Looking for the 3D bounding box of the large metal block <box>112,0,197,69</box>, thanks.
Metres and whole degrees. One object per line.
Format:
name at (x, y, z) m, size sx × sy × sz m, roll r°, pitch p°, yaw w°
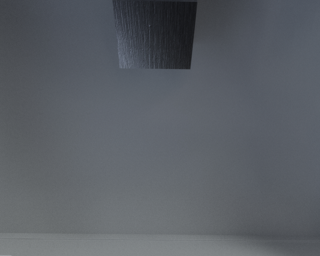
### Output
large metal block at (-0.005, -0.112, 0.339) m, size 0.080 × 0.050 × 0.080 m, roll 1°, pitch 139°, yaw 0°
